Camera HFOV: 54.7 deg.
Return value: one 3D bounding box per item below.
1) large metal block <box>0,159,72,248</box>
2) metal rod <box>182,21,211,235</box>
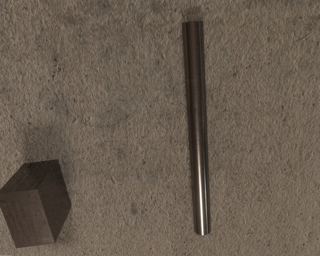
[{"bbox_3d":[-0.163,0.098,0.414,0.050,0.080,0.079,-8,110,2],"label":"large metal block"},{"bbox_3d":[0.051,0.014,0.415,0.025,0.025,0.298,-5,110,1],"label":"metal rod"}]
